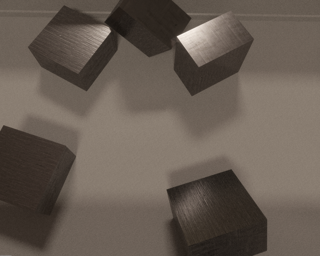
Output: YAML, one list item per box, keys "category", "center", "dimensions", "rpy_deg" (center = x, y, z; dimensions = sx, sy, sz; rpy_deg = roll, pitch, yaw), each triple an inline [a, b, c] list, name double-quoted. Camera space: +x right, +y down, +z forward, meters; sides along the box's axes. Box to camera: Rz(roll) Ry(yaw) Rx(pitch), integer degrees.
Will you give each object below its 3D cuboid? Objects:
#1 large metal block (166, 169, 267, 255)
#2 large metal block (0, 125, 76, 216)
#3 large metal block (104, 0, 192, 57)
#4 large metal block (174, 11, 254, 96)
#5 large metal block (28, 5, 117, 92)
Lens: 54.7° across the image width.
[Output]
- category: "large metal block"
  center: [0.060, 0.100, 0.340]
  dimensions: [0.081, 0.050, 0.080]
  rpy_deg: [-16, 33, -6]
- category: "large metal block"
  center: [-0.161, 0.052, 0.375]
  dimensions: [0.080, 0.050, 0.080]
  rpy_deg: [18, 71, 6]
- category: "large metal block"
  center: [-0.019, -0.144, 0.413]
  dimensions: [0.080, 0.080, 0.050]
  rpy_deg: [35, 82, -21]
- category: "large metal block"
  center: [0.068, -0.097, 0.417]
  dimensions: [0.080, 0.080, 0.050]
  rpy_deg: [-28, 73, -10]
- category: "large metal block"
  center: [-0.119, -0.111, 0.436]
  dimensions: [0.080, 0.050, 0.080]
  rpy_deg: [29, 72, 9]
